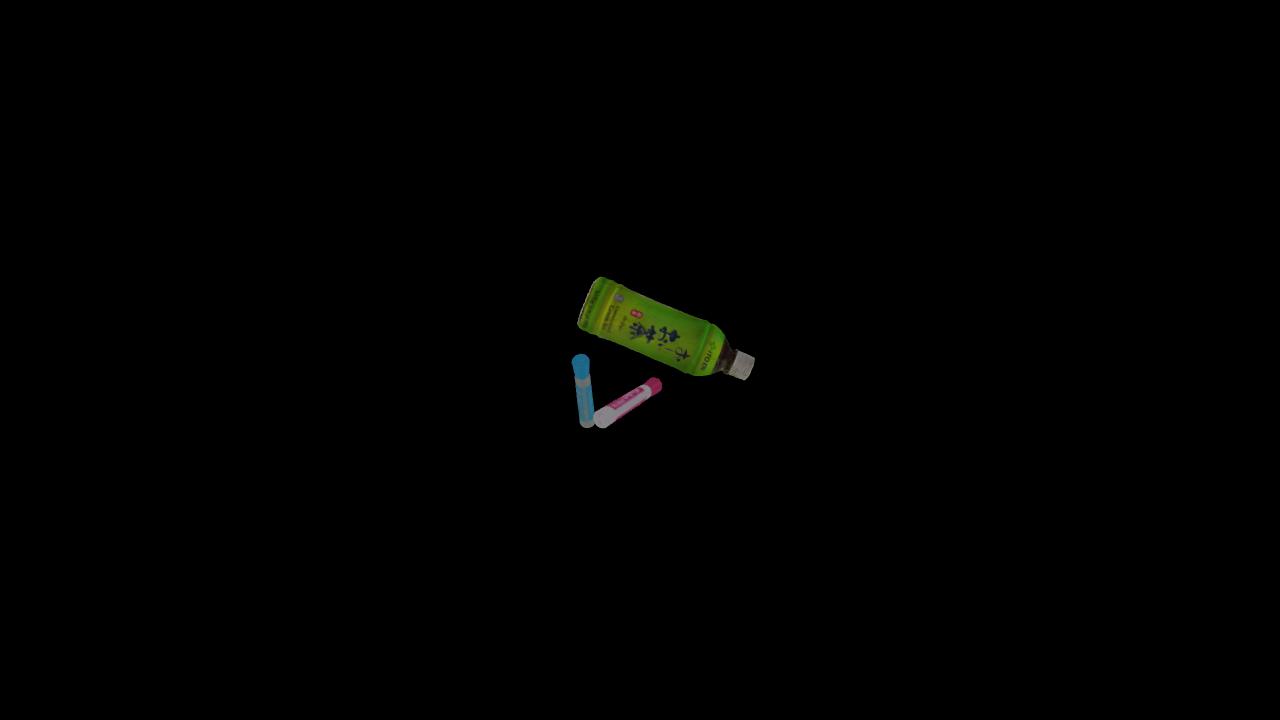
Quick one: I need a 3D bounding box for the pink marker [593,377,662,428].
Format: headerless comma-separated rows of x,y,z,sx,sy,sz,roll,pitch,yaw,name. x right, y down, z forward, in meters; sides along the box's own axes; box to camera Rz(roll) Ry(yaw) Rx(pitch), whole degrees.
-0.009,0.042,0.648,0.020,0.020,0.121,0,15,30,pink marker

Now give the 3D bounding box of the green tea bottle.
0.034,-0.030,0.731,0.212,0.073,0.073,21,0,0,green tea bottle

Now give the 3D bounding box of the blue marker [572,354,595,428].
-0.062,0.035,0.682,0.020,0.020,0.121,0,-39,0,blue marker
